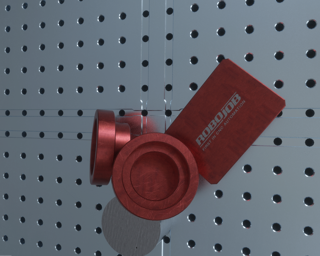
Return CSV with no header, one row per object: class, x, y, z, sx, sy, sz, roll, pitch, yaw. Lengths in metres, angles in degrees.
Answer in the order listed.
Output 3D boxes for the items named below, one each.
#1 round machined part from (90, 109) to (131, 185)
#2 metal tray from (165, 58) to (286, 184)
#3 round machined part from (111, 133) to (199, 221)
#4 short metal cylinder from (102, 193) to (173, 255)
round machined part,-0.066,0.026,0.406,0.042,0.098,0.097,5,92,-16
metal tray,0.076,-0.007,0.383,0.090,0.030,0.130,41,102,15
round machined part,-0.008,0.057,0.364,0.099,0.042,0.098,3,75,-10
short metal cylinder,-0.029,0.121,0.408,0.080,0.050,0.079,0,90,19
